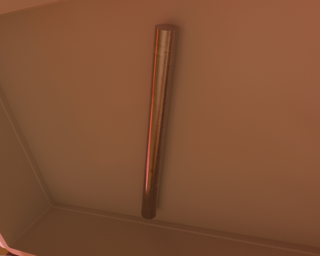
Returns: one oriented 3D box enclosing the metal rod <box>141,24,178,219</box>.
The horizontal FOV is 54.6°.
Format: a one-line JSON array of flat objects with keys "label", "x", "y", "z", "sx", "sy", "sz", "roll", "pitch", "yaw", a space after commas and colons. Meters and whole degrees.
[{"label": "metal rod", "x": -0.006, "y": 0.014, "z": 0.418, "sx": 0.025, "sy": 0.025, "sz": 0.298, "roll": 18, "pitch": 126, "yaw": 18}]
